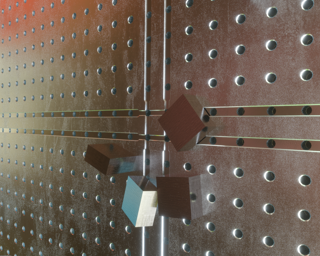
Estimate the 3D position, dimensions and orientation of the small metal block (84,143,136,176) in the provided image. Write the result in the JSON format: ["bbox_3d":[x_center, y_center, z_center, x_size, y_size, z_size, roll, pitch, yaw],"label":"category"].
[{"bbox_3d":[-0.072,0.044,0.450,0.050,0.050,0.025,26,106,37],"label":"small metal block"}]

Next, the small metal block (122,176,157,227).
[{"bbox_3d":[-0.027,0.098,0.419,0.050,0.025,0.050,29,110,58],"label":"small metal block"}]

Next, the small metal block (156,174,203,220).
[{"bbox_3d":[0.024,0.085,0.388,0.050,0.025,0.050,-6,86,39],"label":"small metal block"}]

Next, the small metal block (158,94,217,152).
[{"bbox_3d":[0.032,-0.006,0.381,0.050,0.025,0.050,-45,63,30],"label":"small metal block"}]
